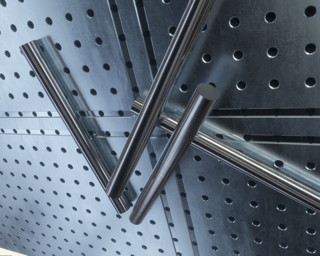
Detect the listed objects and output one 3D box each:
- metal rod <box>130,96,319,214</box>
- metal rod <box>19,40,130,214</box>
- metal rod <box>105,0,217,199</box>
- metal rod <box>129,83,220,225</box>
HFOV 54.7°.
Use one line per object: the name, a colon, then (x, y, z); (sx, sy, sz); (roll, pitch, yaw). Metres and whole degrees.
metal rod: (0.099, 0.039, 0.382); (0.301, 0.025, 0.025); (28, 128, 10)
metal rod: (-0.123, 0.010, 0.479); (0.025, 0.025, 0.299); (-13, 112, 33)
metal rod: (-0.008, -0.025, 0.369); (0.025, 0.025, 0.298); (31, 119, 8)
metal rod: (0.004, 0.058, 0.419); (0.025, 0.025, 0.298); (32, 136, 7)
